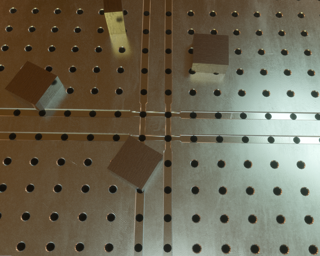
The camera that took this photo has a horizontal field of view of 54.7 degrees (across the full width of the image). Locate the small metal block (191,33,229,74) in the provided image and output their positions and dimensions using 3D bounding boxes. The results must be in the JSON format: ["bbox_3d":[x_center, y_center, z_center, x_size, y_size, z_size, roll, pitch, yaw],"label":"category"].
[{"bbox_3d":[0.073,-0.108,0.452,0.050,0.025,0.050,4,70,1],"label":"small metal block"}]

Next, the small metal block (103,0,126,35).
[{"bbox_3d":[-0.068,-0.176,0.462,0.025,0.050,0.050,-6,70,-3],"label":"small metal block"}]

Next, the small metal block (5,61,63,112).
[{"bbox_3d":[-0.174,-0.058,0.431,0.050,0.025,0.050,27,72,9],"label":"small metal block"}]

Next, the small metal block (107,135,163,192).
[{"bbox_3d":[-0.030,0.046,0.395,0.050,0.025,0.050,30,72,10],"label":"small metal block"}]
